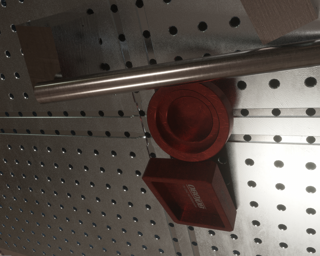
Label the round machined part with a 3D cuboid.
[{"bbox_3d":[0.038,-0.013,0.365,0.098,0.042,0.097,9,113,23],"label":"round machined part"}]

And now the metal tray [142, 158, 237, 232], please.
[{"bbox_3d":[0.043,0.091,0.411,0.090,0.030,0.130,0,139,28],"label":"metal tray"}]

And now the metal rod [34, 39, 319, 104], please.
[{"bbox_3d":[0.015,-0.055,0.313,0.301,0.025,0.025,-6,117,11],"label":"metal rod"}]

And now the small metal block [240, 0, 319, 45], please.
[{"bbox_3d":[0.109,-0.113,0.284,0.050,0.025,0.050,-23,107,36],"label":"small metal block"}]

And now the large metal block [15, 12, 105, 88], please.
[{"bbox_3d":[-0.116,-0.092,0.378,0.050,0.080,0.079,10,123,22],"label":"large metal block"}]
